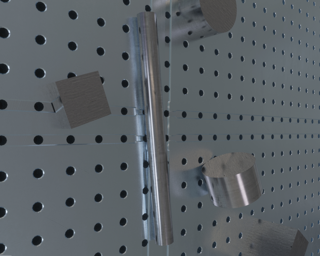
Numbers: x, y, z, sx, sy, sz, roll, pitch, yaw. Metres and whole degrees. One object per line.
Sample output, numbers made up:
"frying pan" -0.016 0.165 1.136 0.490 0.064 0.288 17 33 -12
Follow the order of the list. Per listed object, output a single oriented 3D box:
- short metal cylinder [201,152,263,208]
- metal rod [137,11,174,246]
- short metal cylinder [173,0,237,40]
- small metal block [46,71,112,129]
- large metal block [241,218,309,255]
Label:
"short metal cylinder" 0.108 0.076 0.465 0.081 0.080 0.050 -29 109 -36
"metal rod" -0.006 0.004 0.404 0.025 0.025 0.298 -8 95 -40
"short metal cylinder" 0.066 -0.173 0.448 0.081 0.050 0.079 0 90 -40
"small metal block" -0.087 -0.031 0.336 0.050 0.025 0.050 -25 106 -37
"large metal block" 0.199 0.214 0.542 0.050 0.080 0.080 47 62 -30
